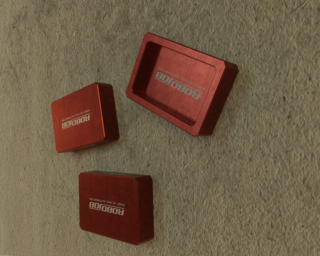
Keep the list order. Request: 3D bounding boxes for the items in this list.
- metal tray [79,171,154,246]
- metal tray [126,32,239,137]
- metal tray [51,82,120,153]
[{"bbox_3d":[-0.069,0.113,0.458,0.130,0.030,0.089,-3,88,40],"label":"metal tray"},{"bbox_3d":[0.021,-0.057,0.384,0.130,0.030,0.089,32,110,35],"label":"metal tray"},{"bbox_3d":[-0.126,-0.013,0.506,0.130,0.030,0.090,-15,81,39],"label":"metal tray"}]
